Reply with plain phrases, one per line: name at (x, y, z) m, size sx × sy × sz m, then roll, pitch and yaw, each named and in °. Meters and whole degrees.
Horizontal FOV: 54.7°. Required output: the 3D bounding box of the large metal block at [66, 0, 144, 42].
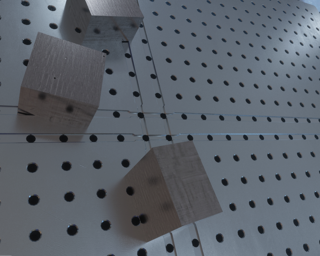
large metal block at (-0.082, -0.176, 0.457) m, size 0.081 × 0.050 × 0.080 m, roll -12°, pitch 68°, yaw -33°

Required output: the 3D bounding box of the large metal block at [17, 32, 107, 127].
large metal block at (-0.113, -0.055, 0.366) m, size 0.081 × 0.050 × 0.080 m, roll 14°, pitch 56°, yaw -21°

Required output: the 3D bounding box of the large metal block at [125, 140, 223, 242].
large metal block at (0.011, 0.070, 0.337) m, size 0.050 × 0.080 × 0.080 m, roll -8°, pitch 66°, yaw -32°
